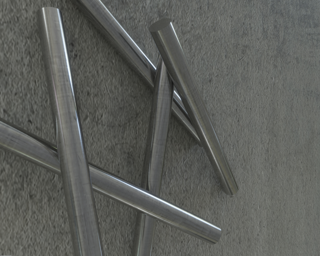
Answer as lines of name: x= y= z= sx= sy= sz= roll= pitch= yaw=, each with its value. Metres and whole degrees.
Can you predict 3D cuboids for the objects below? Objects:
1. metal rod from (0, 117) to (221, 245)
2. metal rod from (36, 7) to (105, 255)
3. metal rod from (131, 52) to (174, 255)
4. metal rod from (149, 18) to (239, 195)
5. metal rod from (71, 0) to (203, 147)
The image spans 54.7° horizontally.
metal rod: x=-0.048 y=0.064 z=0.331 sx=0.301 sy=0.025 sz=0.025 roll=32 pitch=70 yaw=-25
metal rod: x=-0.080 y=0.029 z=0.285 sx=0.025 sy=0.025 sz=0.299 roll=-4 pitch=76 yaw=-40
metal rod: x=-0.009 y=0.052 z=0.378 sx=0.025 sy=0.025 sz=0.298 roll=7 pitch=92 yaw=-40
metal rod: x=0.057 y=-0.003 z=0.409 sx=0.025 sy=0.025 sz=0.299 roll=-53 pitch=134 yaw=-27
metal rod: x=-0.021 y=-0.076 z=0.386 sx=0.300 sy=0.025 sz=0.025 roll=47 pitch=62 yaw=-30
